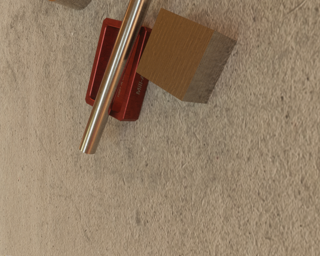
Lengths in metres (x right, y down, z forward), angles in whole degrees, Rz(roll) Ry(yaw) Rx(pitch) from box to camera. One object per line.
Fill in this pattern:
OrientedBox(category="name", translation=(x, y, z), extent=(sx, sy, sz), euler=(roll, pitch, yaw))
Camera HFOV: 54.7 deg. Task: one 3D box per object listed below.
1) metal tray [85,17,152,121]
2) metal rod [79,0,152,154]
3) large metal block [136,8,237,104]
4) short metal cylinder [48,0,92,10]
OrientedBox(category="metal tray", translation=(-0.057, -0.084, 0.445), extent=(0.090, 0.030, 0.129), euler=(26, 106, 36))
OrientedBox(category="metal rod", translation=(-0.049, -0.099, 0.403), extent=(0.025, 0.025, 0.298), euler=(36, 112, 34))
OrientedBox(category="large metal block", translation=(0.029, -0.083, 0.364), extent=(0.080, 0.050, 0.079), euler=(37, 112, 33))
OrientedBox(category="short metal cylinder", translation=(-0.149, -0.242, 0.509), extent=(0.080, 0.050, 0.079), euler=(0, 90, 39))
